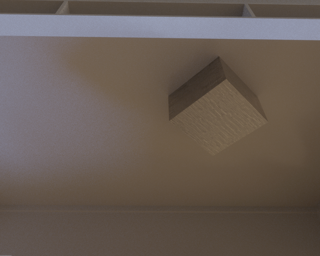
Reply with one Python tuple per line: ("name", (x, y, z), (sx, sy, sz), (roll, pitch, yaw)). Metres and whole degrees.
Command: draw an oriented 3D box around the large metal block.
("large metal block", (0.067, -0.024, 0.373), (0.080, 0.050, 0.080), (-37, 121, 27))
